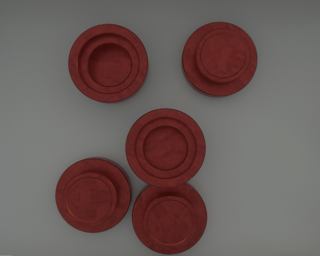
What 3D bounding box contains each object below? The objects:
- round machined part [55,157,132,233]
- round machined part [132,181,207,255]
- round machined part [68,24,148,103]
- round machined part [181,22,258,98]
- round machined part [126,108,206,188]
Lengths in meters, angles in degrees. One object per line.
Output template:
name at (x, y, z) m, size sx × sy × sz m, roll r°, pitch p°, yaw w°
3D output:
round machined part at (-0.087, 0.088, 0.402) m, size 0.099 × 0.042 × 0.097 m, roll 0°, pitch 90°, yaw 0°
round machined part at (0.012, 0.117, 0.403) m, size 0.099 × 0.042 × 0.097 m, roll 0°, pitch 90°, yaw 0°
round machined part at (-0.064, -0.080, 0.402) m, size 0.099 × 0.042 × 0.097 m, roll 0°, pitch 90°, yaw 0°
round machined part at (0.078, -0.090, 0.403) m, size 0.099 × 0.042 × 0.097 m, roll 0°, pitch 90°, yaw 0°
round machined part at (0.007, 0.026, 0.399) m, size 0.099 × 0.042 × 0.097 m, roll 0°, pitch 84°, yaw 1°
